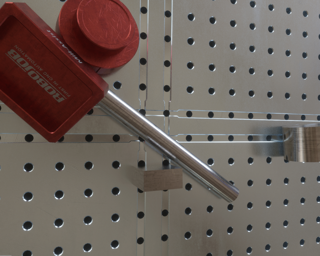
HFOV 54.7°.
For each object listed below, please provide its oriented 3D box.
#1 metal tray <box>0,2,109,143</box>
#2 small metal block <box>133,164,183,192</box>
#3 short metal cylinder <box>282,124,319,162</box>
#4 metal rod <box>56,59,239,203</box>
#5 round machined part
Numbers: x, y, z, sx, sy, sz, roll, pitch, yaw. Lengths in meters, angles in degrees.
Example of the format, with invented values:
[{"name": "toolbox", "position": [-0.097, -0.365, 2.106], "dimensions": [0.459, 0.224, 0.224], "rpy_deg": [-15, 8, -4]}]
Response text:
[{"name": "metal tray", "position": [-0.134, -0.058, 0.339], "dimensions": [0.090, 0.030, 0.130], "rpy_deg": [-41, 106, 15]}, {"name": "small metal block", "position": [-0.004, 0.063, 0.399], "dimensions": [0.050, 0.050, 0.025], "rpy_deg": [-1, 91, -20]}, {"name": "short metal cylinder", "position": [0.230, 0.021, 0.470], "dimensions": [0.081, 0.080, 0.050], "rpy_deg": [-5, 92, -20]}, {"name": "metal rod", "position": [-0.008, 0.010, 0.410], "dimensions": [0.301, 0.025, 0.025], "rpy_deg": [38, 78, -17]}, {"name": "round machined part", "position": [-0.069, -0.117, 0.367], "dimensions": [0.099, 0.042, 0.098], "rpy_deg": [6, 76, -27]}]
